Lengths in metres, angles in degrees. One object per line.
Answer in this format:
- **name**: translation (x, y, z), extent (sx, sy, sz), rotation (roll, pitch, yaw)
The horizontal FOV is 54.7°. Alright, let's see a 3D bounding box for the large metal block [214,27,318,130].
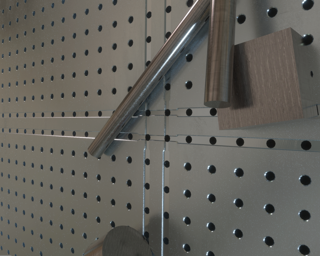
- **large metal block**: translation (0.102, -0.043, 0.308), extent (0.080, 0.050, 0.080), rotation (-10, 84, 39)

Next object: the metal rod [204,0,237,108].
- **metal rod**: translation (0.066, -0.167, 0.313), extent (0.025, 0.025, 0.299), rotation (-5, 75, 39)

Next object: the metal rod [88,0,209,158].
- **metal rod**: translation (-0.017, -0.062, 0.421), extent (0.299, 0.025, 0.025), rotation (-49, 61, 28)

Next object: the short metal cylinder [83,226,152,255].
- **short metal cylinder**: translation (-0.057, 0.180, 0.418), extent (0.050, 0.081, 0.080), rotation (-42, 65, 32)
